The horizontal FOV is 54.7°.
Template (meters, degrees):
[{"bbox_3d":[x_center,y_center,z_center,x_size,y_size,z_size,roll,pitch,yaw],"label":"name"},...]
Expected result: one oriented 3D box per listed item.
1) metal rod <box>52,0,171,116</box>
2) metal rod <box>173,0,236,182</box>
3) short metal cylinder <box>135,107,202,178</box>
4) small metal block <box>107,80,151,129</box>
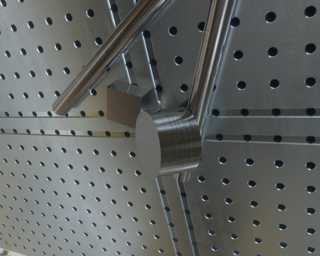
[{"bbox_3d":[-0.057,-0.098,0.378,0.025,0.025,0.299,49,128,-7],"label":"metal rod"},{"bbox_3d":[0.050,-0.054,0.350,0.025,0.025,0.298,20,126,16],"label":"metal rod"},{"bbox_3d":[0.008,0.017,0.374,0.080,0.050,0.080,173,90,-67],"label":"short metal cylinder"},{"bbox_3d":[-0.043,-0.031,0.413,0.050,0.025,0.050,18,126,17],"label":"small metal block"}]
